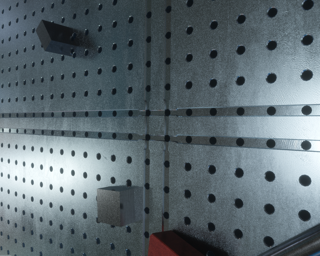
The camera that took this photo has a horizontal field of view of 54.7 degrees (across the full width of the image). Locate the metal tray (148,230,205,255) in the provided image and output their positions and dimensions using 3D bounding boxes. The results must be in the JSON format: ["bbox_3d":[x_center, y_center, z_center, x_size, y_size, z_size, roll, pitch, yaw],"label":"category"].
[{"bbox_3d":[0.016,0.204,0.373,0.090,0.030,0.129,14,100,58],"label":"metal tray"}]

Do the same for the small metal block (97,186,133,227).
[{"bbox_3d":[-0.068,0.116,0.463,0.050,0.025,0.050,-3,88,39],"label":"small metal block"}]

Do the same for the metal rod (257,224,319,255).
[{"bbox_3d":[0.117,0.134,0.311,0.299,0.025,0.025,-45,64,30],"label":"metal rod"}]

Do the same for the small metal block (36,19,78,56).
[{"bbox_3d":[-0.179,-0.156,0.538,0.025,0.050,0.050,-44,64,31],"label":"small metal block"}]
